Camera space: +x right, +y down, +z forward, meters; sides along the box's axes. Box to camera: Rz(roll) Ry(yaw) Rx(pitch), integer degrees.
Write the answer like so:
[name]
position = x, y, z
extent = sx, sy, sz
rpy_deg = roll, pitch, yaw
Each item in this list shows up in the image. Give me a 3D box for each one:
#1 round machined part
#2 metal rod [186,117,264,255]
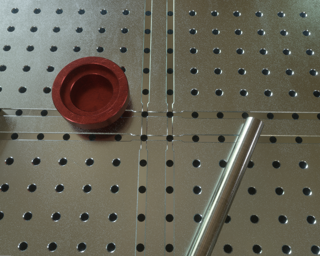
[round machined part]
position = -0.090, -0.044, 0.418
extent = 0.099, 0.042, 0.098
rpy_deg = 0, 70, 0
[metal rod]
position = 0.060, 0.118, 0.368
extent = 0.025, 0.025, 0.300
rpy_deg = 25, 72, 9
